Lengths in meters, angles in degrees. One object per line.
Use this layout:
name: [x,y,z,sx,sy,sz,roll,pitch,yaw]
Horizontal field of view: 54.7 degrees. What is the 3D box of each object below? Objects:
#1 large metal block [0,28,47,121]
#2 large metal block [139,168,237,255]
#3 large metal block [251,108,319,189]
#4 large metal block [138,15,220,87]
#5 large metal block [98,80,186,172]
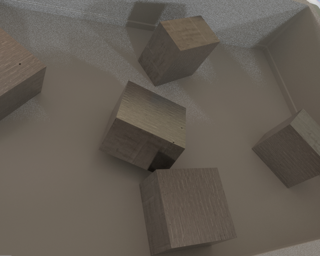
large metal block: [-0.183,-0.057,0.326,0.080,0.050,0.080,40,51,-1]
large metal block: [0.029,0.092,0.349,0.081,0.050,0.080,2,61,-27]
large metal block: [0.200,0.032,0.458,0.080,0.080,0.050,49,51,6]
large metal block: [0.026,-0.112,0.453,0.081,0.080,0.050,-23,75,-36]
large metal block: [-0.017,-0.001,0.366,0.080,0.050,0.080,25,35,-13]
